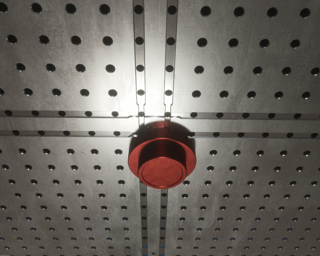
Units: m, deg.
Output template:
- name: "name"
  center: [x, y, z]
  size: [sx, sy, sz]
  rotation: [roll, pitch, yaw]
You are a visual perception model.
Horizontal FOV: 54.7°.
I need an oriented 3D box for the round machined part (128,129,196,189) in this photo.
- name: "round machined part"
  center: [0.003, 0.051, 0.444]
  size: [0.099, 0.042, 0.097]
  rotation: [0, 131, 0]
